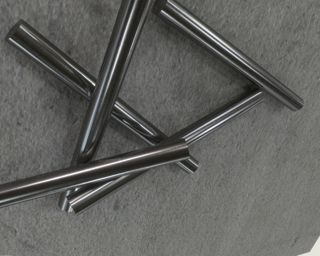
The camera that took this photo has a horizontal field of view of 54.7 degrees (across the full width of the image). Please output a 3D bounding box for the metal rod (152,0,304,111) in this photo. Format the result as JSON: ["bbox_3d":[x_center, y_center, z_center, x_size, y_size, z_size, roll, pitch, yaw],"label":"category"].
[{"bbox_3d":[0.112,-0.085,0.417,0.302,0.025,0.025,22,106,-37],"label":"metal rod"}]

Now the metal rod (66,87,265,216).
[{"bbox_3d":[0.023,0.019,0.402,0.302,0.025,0.025,-29,129,-22],"label":"metal rod"}]

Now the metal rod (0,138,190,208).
[{"bbox_3d":[-0.115,0.060,0.341,0.302,0.025,0.025,-14,125,-6],"label":"metal rod"}]

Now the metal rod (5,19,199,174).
[{"bbox_3d":[-0.042,-0.015,0.375,0.025,0.025,0.301,-47,130,4],"label":"metal rod"}]

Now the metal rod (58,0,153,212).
[{"bbox_3d":[-0.065,-0.017,0.330,0.025,0.025,0.298,5,126,-31],"label":"metal rod"}]
